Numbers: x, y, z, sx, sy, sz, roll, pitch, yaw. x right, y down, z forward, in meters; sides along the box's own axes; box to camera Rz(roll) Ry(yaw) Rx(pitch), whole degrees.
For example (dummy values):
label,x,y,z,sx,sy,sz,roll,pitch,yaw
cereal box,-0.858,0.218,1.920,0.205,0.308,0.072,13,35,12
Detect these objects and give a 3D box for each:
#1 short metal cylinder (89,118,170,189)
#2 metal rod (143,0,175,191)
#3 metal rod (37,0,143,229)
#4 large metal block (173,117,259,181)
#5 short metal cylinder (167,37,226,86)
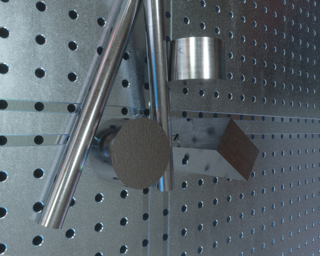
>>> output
label,x,y,z,sx,sy,sz,roll,pitch,yaw
short metal cylinder,-0.035,0.028,0.364,0.081,0.050,0.079,0,90,-40
metal rod,-0.002,-0.066,0.387,0.025,0.025,0.298,-13,104,-39
metal rod,-0.070,-0.040,0.350,0.025,0.025,0.299,28,73,-37
large metal block,0.079,0.029,0.440,0.080,0.080,0.050,42,64,-32
short metal cylinder,0.046,-0.086,0.411,0.081,0.080,0.050,-3,92,-40
